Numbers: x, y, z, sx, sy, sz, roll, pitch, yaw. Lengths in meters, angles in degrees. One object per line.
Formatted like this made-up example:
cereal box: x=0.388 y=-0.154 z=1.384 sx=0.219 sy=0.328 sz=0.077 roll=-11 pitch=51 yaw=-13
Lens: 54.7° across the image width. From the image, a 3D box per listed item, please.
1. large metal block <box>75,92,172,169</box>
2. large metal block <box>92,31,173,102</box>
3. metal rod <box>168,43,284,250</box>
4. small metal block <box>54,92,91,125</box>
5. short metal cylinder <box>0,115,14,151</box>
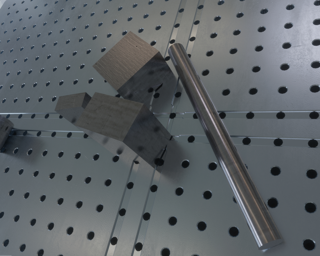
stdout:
large metal block: x=-0.044 y=0.003 z=0.394 sx=0.080 sy=0.080 sz=0.050 roll=16 pitch=70 yaw=34
large metal block: x=-0.042 y=-0.088 z=0.468 sx=0.080 sy=0.050 sz=0.080 roll=-44 pitch=51 yaw=-2
metal rod: x=0.063 y=-0.005 z=0.377 sx=0.025 sy=0.025 sz=0.299 roll=-28 pitch=52 yaw=11
small metal block: x=-0.121 y=-0.027 z=0.473 sx=0.050 sy=0.050 sz=0.025 roll=-6 pitch=59 yaw=25
short metal cylinder: x=-0.302 y=0.001 z=0.531 sx=0.080 sy=0.080 sz=0.050 roll=5 pitch=64 yaw=30
